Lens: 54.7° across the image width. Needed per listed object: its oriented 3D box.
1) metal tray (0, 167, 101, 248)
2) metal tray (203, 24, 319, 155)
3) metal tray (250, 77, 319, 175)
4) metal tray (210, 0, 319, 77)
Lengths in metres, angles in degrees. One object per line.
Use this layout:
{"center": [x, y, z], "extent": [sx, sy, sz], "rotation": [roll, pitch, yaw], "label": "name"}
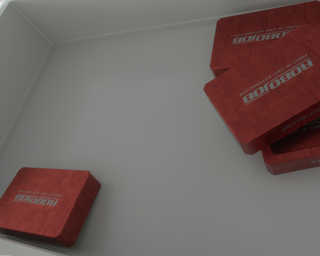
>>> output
{"center": [-0.153, 0.099, 0.408], "extent": [0.130, 0.030, 0.090], "rotation": [-1, 49, 27], "label": "metal tray"}
{"center": [0.123, -0.042, 0.324], "extent": [0.130, 0.030, 0.090], "rotation": [-32, 52, 7], "label": "metal tray"}
{"center": [0.167, -0.010, 0.320], "extent": [0.130, 0.030, 0.090], "rotation": [-15, 55, 19], "label": "metal tray"}
{"center": [0.136, -0.109, 0.398], "extent": [0.130, 0.030, 0.090], "rotation": [-2, 61, 27], "label": "metal tray"}
